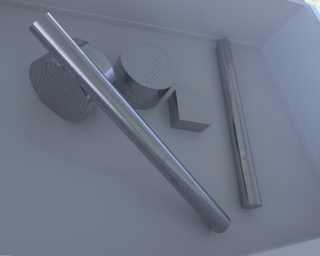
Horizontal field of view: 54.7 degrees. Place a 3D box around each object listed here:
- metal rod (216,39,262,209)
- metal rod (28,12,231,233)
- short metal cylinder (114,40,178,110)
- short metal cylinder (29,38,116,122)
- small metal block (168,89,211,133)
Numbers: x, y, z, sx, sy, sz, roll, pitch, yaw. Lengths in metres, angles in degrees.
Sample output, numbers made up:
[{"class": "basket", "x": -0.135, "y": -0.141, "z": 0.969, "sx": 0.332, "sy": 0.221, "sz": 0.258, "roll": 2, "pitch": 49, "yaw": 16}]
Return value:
[{"class": "metal rod", "x": 0.119, "y": -0.024, "z": 0.486, "sx": 0.025, "sy": 0.025, "sz": 0.299, "roll": 12, "pitch": 57, "yaw": -22}, {"class": "metal rod", "x": -0.017, "y": 0.010, "z": 0.330, "sx": 0.300, "sy": 0.025, "sz": 0.025, "roll": 49, "pitch": 49, "yaw": -19}, {"class": "short metal cylinder", "x": -0.023, "y": -0.072, "z": 0.422, "sx": 0.081, "sy": 0.050, "sz": 0.080, "roll": 14, "pitch": 56, "yaw": -21}, {"class": "short metal cylinder", "x": -0.098, "y": -0.054, "z": 0.351, "sx": 0.080, "sy": 0.080, "sz": 0.050, "roll": 39, "pitch": 51, "yaw": -2}, {"class": "small metal block", "x": 0.041, "y": -0.024, "z": 0.444, "sx": 0.050, "sy": 0.025, "sz": 0.050, "roll": 9, "pitch": 58, "yaw": -24}]
